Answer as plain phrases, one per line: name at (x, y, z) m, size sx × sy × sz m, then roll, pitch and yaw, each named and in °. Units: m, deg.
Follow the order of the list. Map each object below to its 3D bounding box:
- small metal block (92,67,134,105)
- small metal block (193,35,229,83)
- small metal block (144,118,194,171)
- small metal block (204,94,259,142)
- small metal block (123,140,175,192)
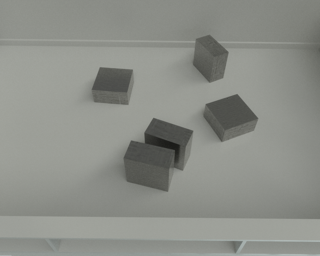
small metal block at (-0.068, -0.062, 0.457) m, size 0.050 × 0.025 × 0.050 m, roll 5°, pitch 50°, yaw 3°
small metal block at (0.077, -0.107, 0.480) m, size 0.025 × 0.050 × 0.050 m, roll -22°, pitch 54°, yaw -17°
small metal block at (0.010, 0.020, 0.372) m, size 0.050 × 0.050 × 0.025 m, roll 18°, pitch 53°, yaw 14°
small metal block at (0.095, -0.014, 0.418) m, size 0.050 × 0.025 × 0.050 m, roll -18°, pitch 53°, yaw -15°
small metal block at (-0.011, 0.044, 0.352) m, size 0.050 × 0.050 × 0.025 m, roll 12°, pitch 51°, yaw 9°
